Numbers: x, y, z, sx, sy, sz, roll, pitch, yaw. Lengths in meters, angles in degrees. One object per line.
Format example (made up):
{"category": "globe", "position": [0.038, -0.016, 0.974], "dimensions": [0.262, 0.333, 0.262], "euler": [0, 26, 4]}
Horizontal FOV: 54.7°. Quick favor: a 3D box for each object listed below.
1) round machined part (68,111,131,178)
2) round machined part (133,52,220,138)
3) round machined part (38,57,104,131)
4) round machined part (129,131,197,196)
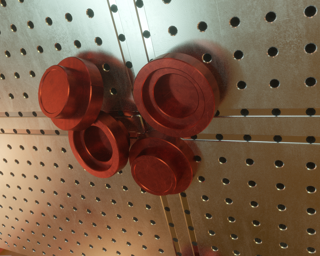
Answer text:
{"category": "round machined part", "position": [-0.082, 0.019, 0.445], "dimensions": [0.098, 0.042, 0.097], "euler": [15, 118, 30]}
{"category": "round machined part", "position": [0.022, -0.041, 0.362], "dimensions": [0.098, 0.042, 0.097], "euler": [13, 124, 20]}
{"category": "round machined part", "position": [-0.122, -0.045, 0.406], "dimensions": [0.098, 0.042, 0.097], "euler": [-2, 86, 38]}
{"category": "round machined part", "position": [-0.001, 0.056, 0.434], "dimensions": [0.098, 0.042, 0.097], "euler": [13, 124, 20]}
